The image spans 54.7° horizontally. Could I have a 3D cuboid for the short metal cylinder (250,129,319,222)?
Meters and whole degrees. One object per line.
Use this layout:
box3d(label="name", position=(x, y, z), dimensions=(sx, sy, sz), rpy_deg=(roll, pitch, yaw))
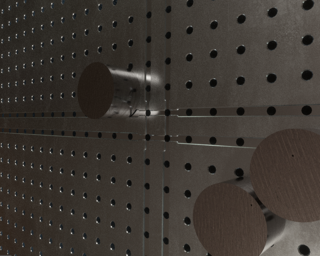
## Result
box3d(label="short metal cylinder", position=(0.131, 0.040, 0.284), dimensions=(0.080, 0.050, 0.079), rpy_deg=(0, 90, 39))

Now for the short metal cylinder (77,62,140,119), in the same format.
box3d(label="short metal cylinder", position=(-0.075, -0.052, 0.453), dimensions=(0.080, 0.050, 0.079), rpy_deg=(0, 90, 39))

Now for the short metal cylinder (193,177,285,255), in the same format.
box3d(label="short metal cylinder", position=(0.082, 0.094, 0.324), dimensions=(0.080, 0.050, 0.079), rpy_deg=(0, 90, 39))
